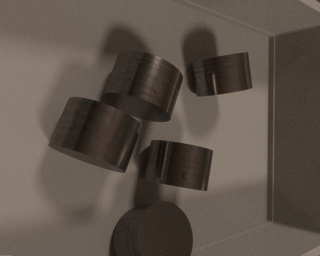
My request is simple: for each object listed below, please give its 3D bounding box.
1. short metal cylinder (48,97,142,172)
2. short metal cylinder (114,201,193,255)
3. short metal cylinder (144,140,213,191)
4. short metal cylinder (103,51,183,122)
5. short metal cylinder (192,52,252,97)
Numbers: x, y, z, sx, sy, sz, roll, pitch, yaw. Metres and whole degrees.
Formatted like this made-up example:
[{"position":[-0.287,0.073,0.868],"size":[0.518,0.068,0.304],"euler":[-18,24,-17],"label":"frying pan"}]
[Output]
[{"position":[-0.065,0.009,0.318],"size":[0.080,0.080,0.050],"euler":[30,71,-36],"label":"short metal cylinder"},{"position":[-0.007,0.132,0.371],"size":[0.081,0.050,0.080],"euler":[17,60,-33],"label":"short metal cylinder"},{"position":[0.024,0.048,0.393],"size":[0.081,0.080,0.050],"euler":[17,79,-39],"label":"short metal cylinder"},{"position":[-0.019,-0.045,0.356],"size":[0.080,0.080,0.050],"euler":[28,73,-37],"label":"short metal cylinder"},{"position":[0.089,-0.077,0.448],"size":[0.081,0.080,0.050],"euler":[-17,101,-39],"label":"short metal cylinder"}]
